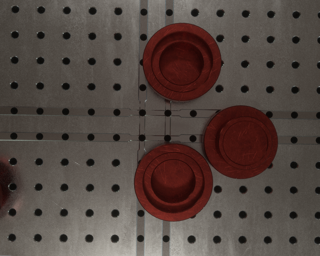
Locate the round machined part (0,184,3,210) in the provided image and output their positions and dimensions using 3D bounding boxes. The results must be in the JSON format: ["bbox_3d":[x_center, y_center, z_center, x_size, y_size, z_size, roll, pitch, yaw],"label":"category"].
[{"bbox_3d":[-0.253,0.089,0.402,0.099,0.042,0.097,0,90,-1],"label":"round machined part"}]

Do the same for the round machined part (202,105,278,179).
[{"bbox_3d":[0.107,0.019,0.406,0.099,0.042,0.097,0,90,-1],"label":"round machined part"}]

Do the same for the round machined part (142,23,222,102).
[{"bbox_3d":[0.027,-0.082,0.405,0.099,0.042,0.097,0,90,-1],"label":"round machined part"}]

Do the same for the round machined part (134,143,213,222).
[{"bbox_3d":[0.017,0.068,0.405,0.099,0.042,0.097,0,90,-1],"label":"round machined part"}]
